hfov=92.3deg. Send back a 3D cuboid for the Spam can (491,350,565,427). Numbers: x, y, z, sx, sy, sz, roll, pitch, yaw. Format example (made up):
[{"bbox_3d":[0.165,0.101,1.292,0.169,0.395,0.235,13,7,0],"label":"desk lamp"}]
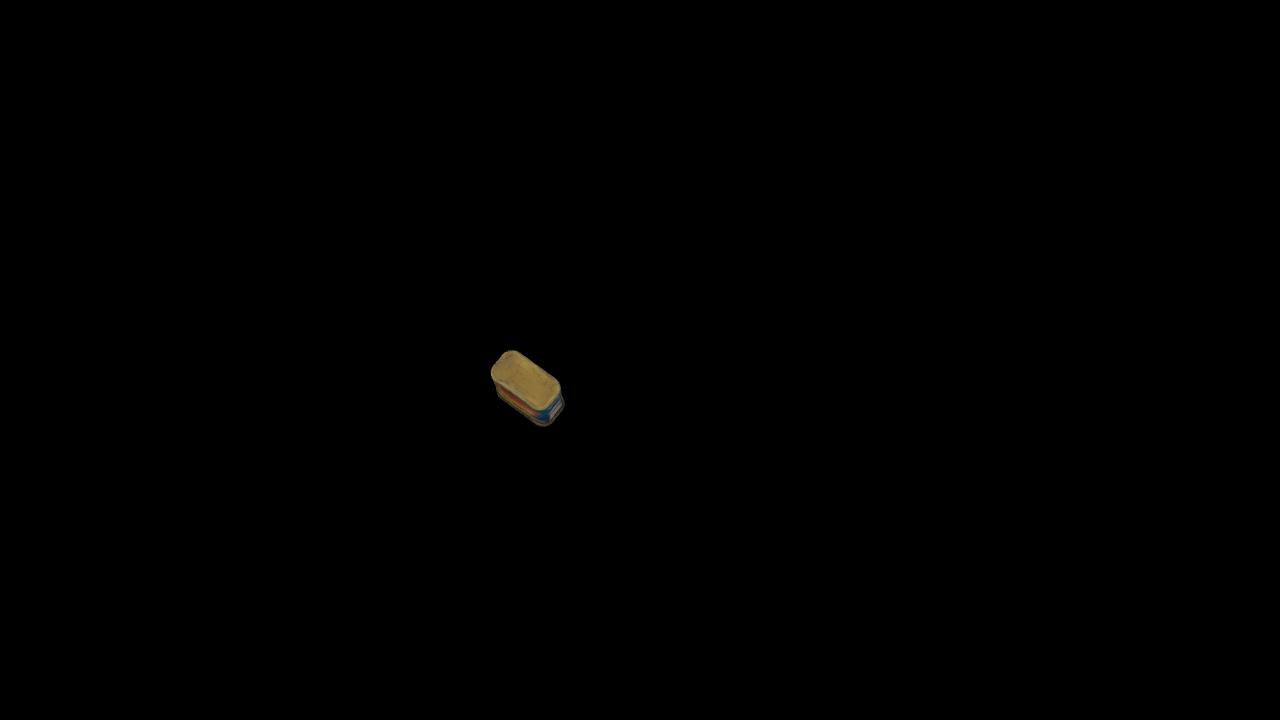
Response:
[{"bbox_3d":[-0.158,0.040,0.869,0.101,0.058,0.085,35,-19,6],"label":"Spam can"}]
